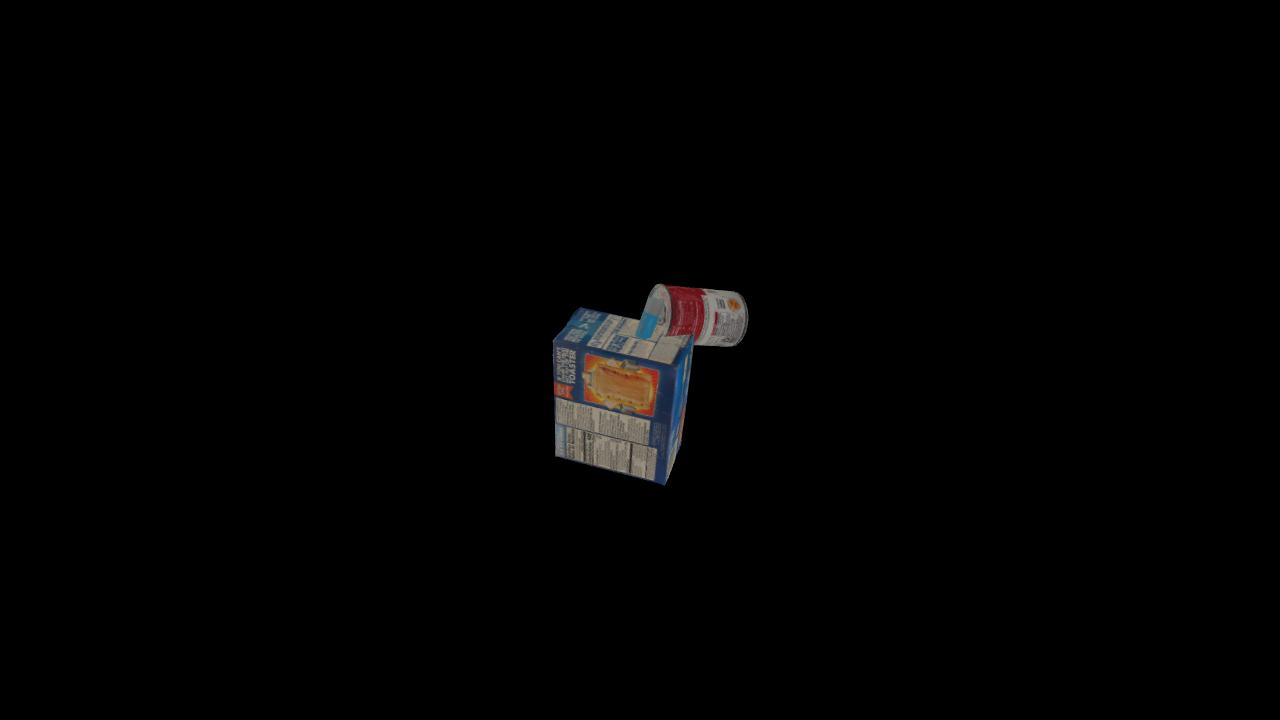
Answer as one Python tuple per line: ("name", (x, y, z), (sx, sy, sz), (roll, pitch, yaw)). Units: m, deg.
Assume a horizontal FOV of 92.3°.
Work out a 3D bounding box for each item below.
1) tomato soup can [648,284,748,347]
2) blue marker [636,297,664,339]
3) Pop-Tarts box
("tomato soup can", (0.065, -0.050, 0.705), (0.101, 0.068, 0.068), (2, -1, -24))
("blue marker", (-0.002, -0.010, 0.673), (0.020, 0.121, 0.020), (19, 17, -6))
("Pop-Tarts box", (-0.020, 0.042, 0.710), (0.141, 0.167, 0.083), (12, 33, 13))
